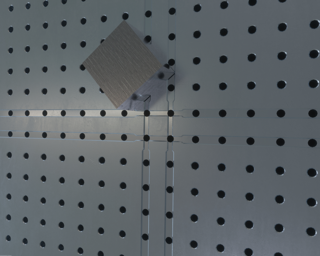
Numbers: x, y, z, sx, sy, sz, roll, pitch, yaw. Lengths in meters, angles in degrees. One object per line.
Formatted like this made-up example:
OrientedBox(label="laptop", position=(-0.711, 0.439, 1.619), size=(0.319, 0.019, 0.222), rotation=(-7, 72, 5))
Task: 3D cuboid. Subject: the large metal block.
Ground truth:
OrientedBox(label="large metal block", position=(-0.041, -0.080, 0.414), size=(0.080, 0.050, 0.080), rotation=(-41, 77, 15))
